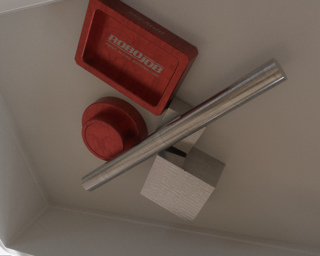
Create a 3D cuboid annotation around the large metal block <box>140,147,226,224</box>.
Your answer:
[{"bbox_3d":[0.029,0.069,0.419,0.080,0.050,0.079,29,128,9],"label":"large metal block"}]

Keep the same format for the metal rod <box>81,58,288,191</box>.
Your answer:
[{"bbox_3d":[0.005,0.012,0.370,0.299,0.025,0.025,-32,101,31],"label":"metal rod"}]

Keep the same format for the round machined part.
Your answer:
[{"bbox_3d":[-0.071,0.008,0.438,0.098,0.042,0.097,13,124,20],"label":"round machined part"}]

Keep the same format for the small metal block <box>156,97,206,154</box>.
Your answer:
[{"bbox_3d":[0.026,-0.002,0.387,0.050,0.025,0.050,27,129,-3],"label":"small metal block"}]

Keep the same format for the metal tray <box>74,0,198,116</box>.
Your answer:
[{"bbox_3d":[-0.032,-0.085,0.368,0.130,0.030,0.089,33,129,6],"label":"metal tray"}]
